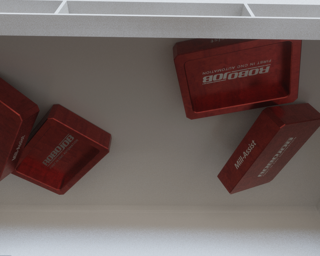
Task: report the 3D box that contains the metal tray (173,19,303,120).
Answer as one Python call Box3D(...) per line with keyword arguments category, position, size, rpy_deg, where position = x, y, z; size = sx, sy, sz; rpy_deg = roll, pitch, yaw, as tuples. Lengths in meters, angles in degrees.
Box3D(category="metal tray", position=(0.087, -0.062, 0.353), size=(0.131, 0.030, 0.090), rpy_deg=(-10, 130, 8))

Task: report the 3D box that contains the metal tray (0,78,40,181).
Box3D(category="metal tray", position=(-0.211, -0.002, 0.381), size=(0.090, 0.030, 0.129), rpy_deg=(37, 124, -1))

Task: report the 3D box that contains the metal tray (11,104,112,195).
Box3D(category="metal tray", position=(-0.141, 0.036, 0.434), size=(0.090, 0.030, 0.130), rpy_deg=(33, 123, -25))

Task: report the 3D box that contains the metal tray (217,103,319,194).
Box3D(category="metal tray", position=(0.141, 0.028, 0.404), size=(0.091, 0.030, 0.129), rpy_deg=(-7, 137, -33))

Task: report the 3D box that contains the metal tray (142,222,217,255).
Box3D(category="metal tray", position=(0.040, 0.242, 0.614), size=(0.090, 0.030, 0.130), rpy_deg=(-37, 122, 27))
